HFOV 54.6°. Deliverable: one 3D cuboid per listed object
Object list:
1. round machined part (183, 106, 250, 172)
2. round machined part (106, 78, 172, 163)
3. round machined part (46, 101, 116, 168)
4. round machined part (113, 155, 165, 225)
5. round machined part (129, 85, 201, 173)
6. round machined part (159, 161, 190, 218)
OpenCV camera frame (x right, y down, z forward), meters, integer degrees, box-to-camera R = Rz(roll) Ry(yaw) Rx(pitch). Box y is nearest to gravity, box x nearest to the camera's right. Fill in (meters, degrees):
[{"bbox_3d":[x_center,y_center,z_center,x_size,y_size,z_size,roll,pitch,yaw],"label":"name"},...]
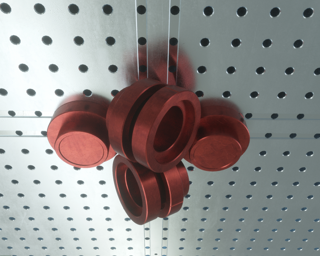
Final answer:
[{"bbox_3d":[0.072,0.021,0.419,0.099,0.042,0.097,0,130,0],"label":"round machined part"},{"bbox_3d":[-0.025,-0.012,0.368,0.042,0.099,0.098,25,140,33],"label":"round machined part"},{"bbox_3d":[-0.101,0.016,0.412,0.099,0.042,0.097,0,130,0],"label":"round machined part"},{"bbox_3d":[-0.025,0.077,0.423,0.042,0.098,0.097,-16,137,-30],"label":"round machined part"},{"bbox_3d":[0.002,-0.002,0.353,0.042,0.099,0.098,25,140,33],"label":"round machined part"},{"bbox_3d":[0.005,0.072,0.437,0.042,0.098,0.097,-15,137,-30],"label":"round machined part"}]
